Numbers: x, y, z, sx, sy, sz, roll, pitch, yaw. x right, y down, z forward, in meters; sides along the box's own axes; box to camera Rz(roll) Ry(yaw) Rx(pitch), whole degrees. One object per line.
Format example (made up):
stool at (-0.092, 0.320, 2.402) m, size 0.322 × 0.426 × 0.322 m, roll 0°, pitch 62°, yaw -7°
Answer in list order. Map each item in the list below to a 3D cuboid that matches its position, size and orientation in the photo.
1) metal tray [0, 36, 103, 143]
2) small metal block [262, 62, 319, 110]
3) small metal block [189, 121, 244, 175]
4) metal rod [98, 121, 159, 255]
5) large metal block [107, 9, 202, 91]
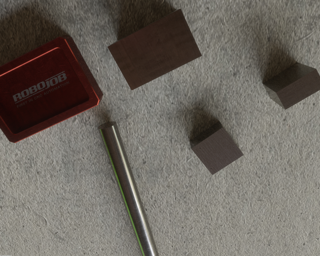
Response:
metal tray at (-0.150, -0.047, 0.387) m, size 0.130 × 0.030 × 0.090 m, roll -24°, pitch 109°, yaw 8°
small metal block at (0.162, -0.053, 0.379) m, size 0.050 × 0.050 × 0.025 m, roll -32°, pitch 107°, yaw 10°
small metal block at (0.076, 0.027, 0.421) m, size 0.050 × 0.025 × 0.050 m, roll -36°, pitch 107°, yaw 12°
metal rod at (-0.033, 0.132, 0.457) m, size 0.025 × 0.025 × 0.298 m, roll -14°, pitch 110°, yaw 4°
large metal block at (-0.005, -0.091, 0.347) m, size 0.080 × 0.080 × 0.050 m, roll -25°, pitch 108°, yaw 8°
